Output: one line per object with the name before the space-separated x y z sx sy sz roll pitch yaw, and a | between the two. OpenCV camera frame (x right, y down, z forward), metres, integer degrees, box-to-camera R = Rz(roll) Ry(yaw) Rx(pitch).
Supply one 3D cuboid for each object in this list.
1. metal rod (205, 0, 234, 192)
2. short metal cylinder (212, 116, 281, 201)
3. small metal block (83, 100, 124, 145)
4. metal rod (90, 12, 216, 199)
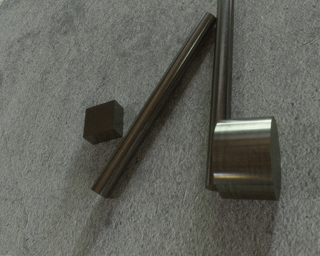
metal rod | 0.081 -0.066 0.402 0.025 0.025 0.300 -6 59 25
short metal cylinder | 0.088 0.030 0.304 0.050 0.080 0.080 -4 60 26
small metal block | -0.082 -0.008 0.452 0.050 0.025 0.050 -15 55 19
metal rod | -0.002 -0.040 0.429 0.025 0.025 0.300 21 73 36
